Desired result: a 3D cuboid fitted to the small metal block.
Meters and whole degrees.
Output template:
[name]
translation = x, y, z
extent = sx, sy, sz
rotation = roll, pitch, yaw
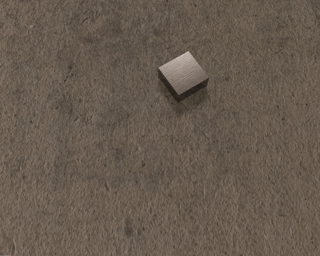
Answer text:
[small metal block]
translation = 0.032, -0.072, 0.435
extent = 0.050, 0.025, 0.050
rotation = -31, 73, -11
